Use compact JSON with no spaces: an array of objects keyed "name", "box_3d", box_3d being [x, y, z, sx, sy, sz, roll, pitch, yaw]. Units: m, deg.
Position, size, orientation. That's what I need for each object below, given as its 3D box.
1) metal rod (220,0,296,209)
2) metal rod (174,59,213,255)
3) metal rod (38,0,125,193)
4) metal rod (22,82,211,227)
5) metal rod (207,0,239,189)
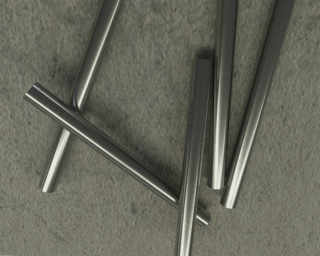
[{"name":"metal rod","box_3d":[0.123,-0.028,0.401,0.025,0.025,0.298,8,110,-4]},{"name":"metal rod","box_3d":[0.041,0.061,0.409,0.025,0.025,0.298,4,101,-2]},{"name":"metal rod","box_3d":[-0.100,-0.045,0.391,0.025,0.025,0.298,22,108,-8]},{"name":"metal rod","box_3d":[-0.042,0.046,0.409,0.301,0.025,0.025,40,105,-20]},{"name":"metal rod","box_3d":[0.079,-0.059,0.389,0.025,0.025,0.298,0,110,0]}]
